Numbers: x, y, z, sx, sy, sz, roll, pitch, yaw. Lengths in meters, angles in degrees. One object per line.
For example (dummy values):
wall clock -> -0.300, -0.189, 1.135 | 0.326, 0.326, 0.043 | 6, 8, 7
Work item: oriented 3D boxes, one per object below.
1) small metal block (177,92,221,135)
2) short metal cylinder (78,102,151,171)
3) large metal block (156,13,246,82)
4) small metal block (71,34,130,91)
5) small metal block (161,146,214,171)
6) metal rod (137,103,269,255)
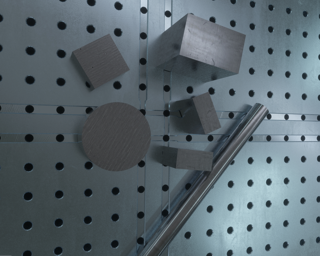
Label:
small metal block -> 0.052, -0.019, 0.420 | 0.025, 0.050, 0.050 | -23, 98, -19
short metal cylinder -> -0.057, 0.010, 0.379 | 0.081, 0.050, 0.079 | 0, 90, -20
large metal block -> 0.050, -0.099, 0.403 | 0.081, 0.080, 0.050 | 13, 86, -20
small metal block -> -0.074, -0.081, 0.386 | 0.050, 0.025, 0.050 | -33, 101, -17
small metal block -> 0.036, 0.040, 0.414 | 0.050, 0.050, 0.025 | 7, 88, -20
metal rod -> 0.060, 0.081, 0.436 | 0.025, 0.025, 0.300 | 44, 76, -15
